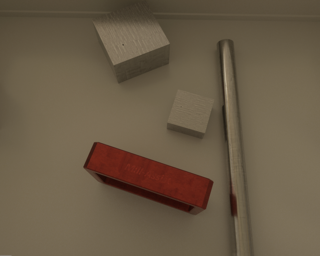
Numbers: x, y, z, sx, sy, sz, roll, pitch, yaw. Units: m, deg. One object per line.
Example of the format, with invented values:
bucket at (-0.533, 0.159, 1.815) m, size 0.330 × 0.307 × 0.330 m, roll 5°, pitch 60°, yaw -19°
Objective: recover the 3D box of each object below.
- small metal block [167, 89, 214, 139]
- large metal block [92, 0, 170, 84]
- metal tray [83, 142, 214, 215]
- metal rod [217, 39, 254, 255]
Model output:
small metal block at (0.041, -0.018, 0.417) m, size 0.050 × 0.025 × 0.050 m, roll 16°, pitch 71°, yaw 5°
large metal block at (-0.040, -0.122, 0.440) m, size 0.080 × 0.050 × 0.080 m, roll -23°, pitch 72°, yaw -9°
metal tray at (-0.012, 0.061, 0.352) m, size 0.131 × 0.090 × 0.030 m, roll 18°, pitch 71°, yaw 6°
metal rod at (0.096, 0.017, 0.404) m, size 0.025 × 0.025 × 0.299 m, roll 0°, pitch 70°, yaw 0°
